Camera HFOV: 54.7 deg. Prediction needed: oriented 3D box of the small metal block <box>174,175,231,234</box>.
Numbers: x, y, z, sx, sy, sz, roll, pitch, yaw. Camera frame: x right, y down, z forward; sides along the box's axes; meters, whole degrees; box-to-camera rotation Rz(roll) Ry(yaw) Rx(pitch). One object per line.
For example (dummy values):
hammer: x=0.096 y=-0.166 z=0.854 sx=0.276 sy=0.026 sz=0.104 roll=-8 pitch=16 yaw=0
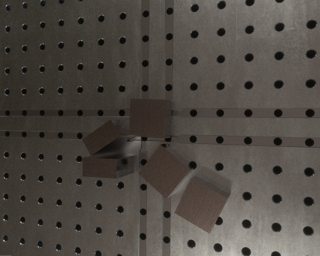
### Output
small metal block: x=0.054 y=0.096 z=0.393 sx=0.050 sy=0.025 sz=0.050 roll=27 pitch=99 yaw=17

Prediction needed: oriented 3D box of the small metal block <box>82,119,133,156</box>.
small metal block: x=-0.068 y=0.012 z=0.422 sx=0.050 sy=0.050 sz=0.025 roll=-34 pitch=79 yaw=17

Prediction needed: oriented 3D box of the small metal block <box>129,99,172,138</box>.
small metal block: x=-0.012 y=-0.013 z=0.416 sx=0.050 sy=0.025 sz=0.050 roll=3 pitch=91 yaw=19

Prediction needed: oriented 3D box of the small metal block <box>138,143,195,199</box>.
small metal block: x=0.009 y=0.056 z=0.409 sx=0.050 sy=0.025 sz=0.050 roll=40 pitch=102 yaw=15

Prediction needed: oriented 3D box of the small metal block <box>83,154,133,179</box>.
small metal block: x=-0.070 y=0.051 z=0.423 sx=0.050 sy=0.050 sz=0.025 roll=0 pitch=90 yaw=19
